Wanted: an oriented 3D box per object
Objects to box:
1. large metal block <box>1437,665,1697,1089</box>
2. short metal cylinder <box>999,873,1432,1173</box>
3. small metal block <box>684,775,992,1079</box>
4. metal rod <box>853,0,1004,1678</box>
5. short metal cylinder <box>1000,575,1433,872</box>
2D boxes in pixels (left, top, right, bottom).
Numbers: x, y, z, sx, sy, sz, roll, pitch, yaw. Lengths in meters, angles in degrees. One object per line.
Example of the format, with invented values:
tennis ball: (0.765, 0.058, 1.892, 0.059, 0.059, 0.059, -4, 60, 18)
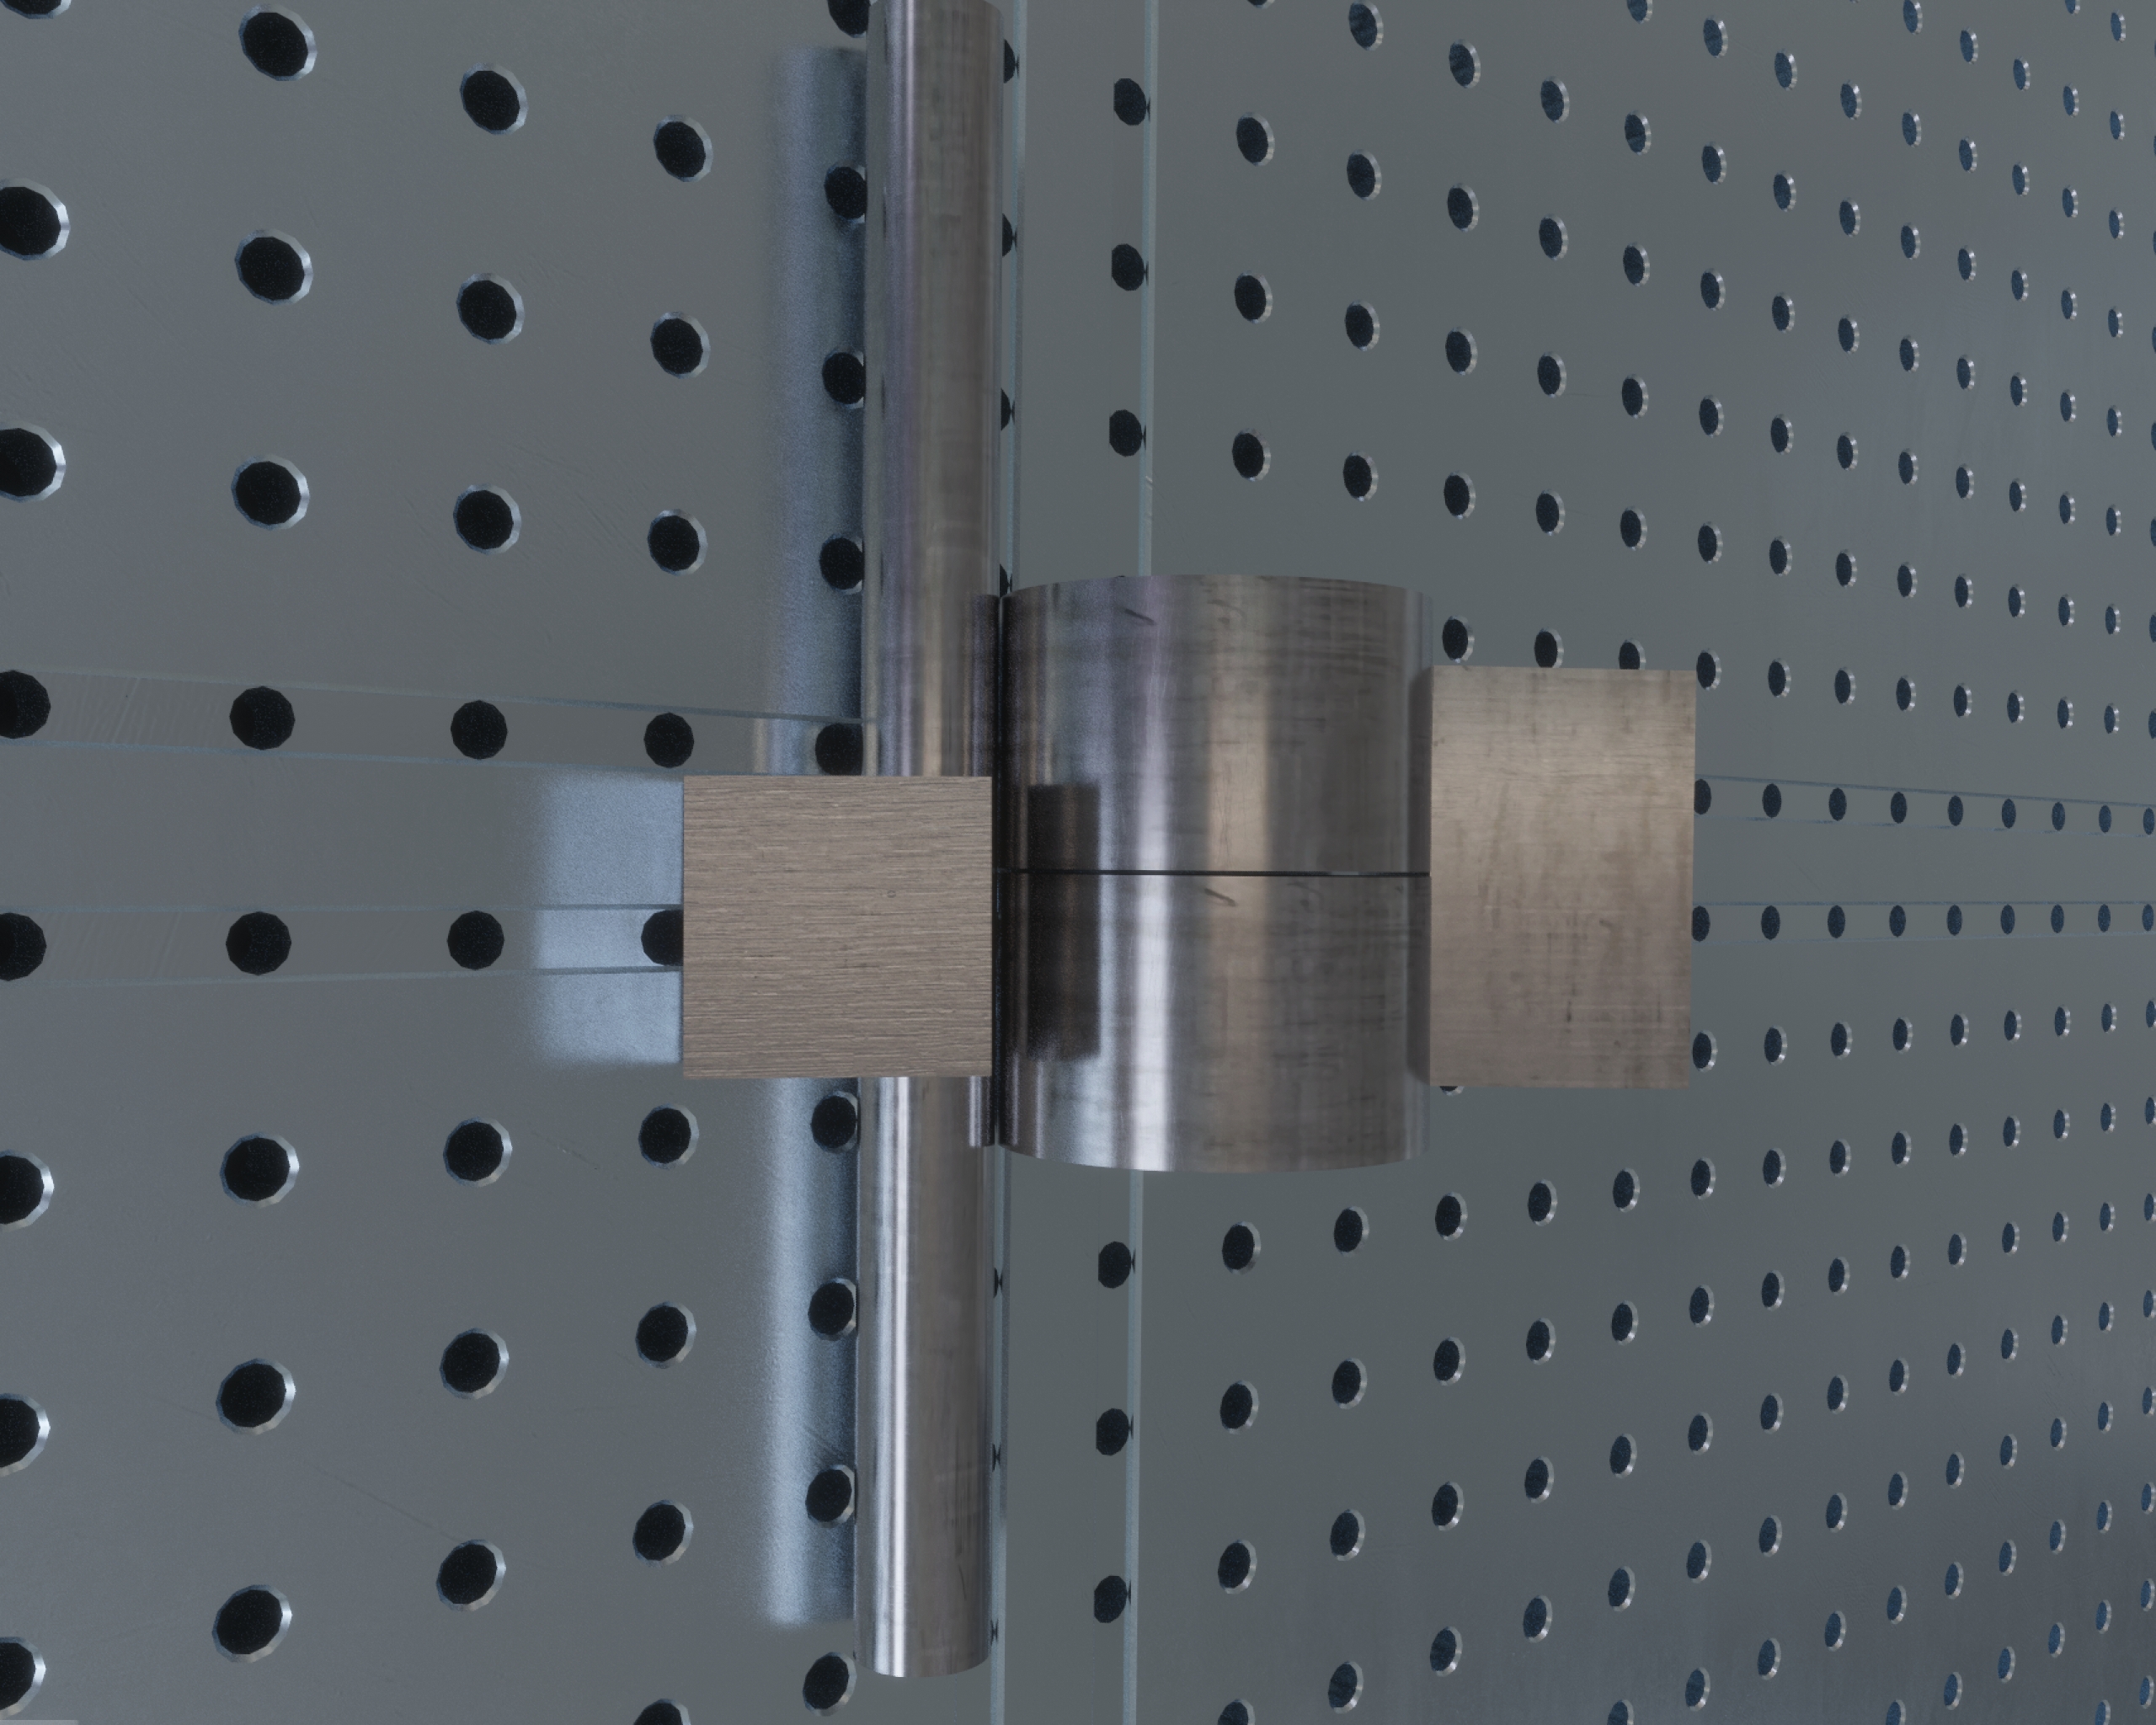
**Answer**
large metal block: (0.090, 0.003, 0.435, 0.050, 0.080, 0.079, 1, 90, -2)
short metal cylinder: (0.025, 0.027, 0.390, 0.081, 0.080, 0.050, 1, 90, -40)
small metal block: (-0.041, 0.011, 0.356, 0.050, 0.025, 0.050, 0, 89, -5)
metal rod: (-0.027, -0.005, 0.381, 0.025, 0.025, 0.298, 1, 90, -40)
short metal cylinder: (0.025, -0.023, 0.390, 0.081, 0.080, 0.050, 1, 90, -40)
